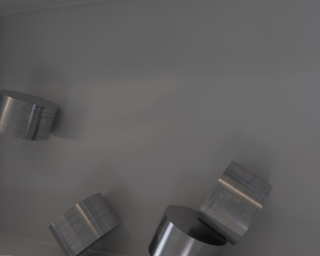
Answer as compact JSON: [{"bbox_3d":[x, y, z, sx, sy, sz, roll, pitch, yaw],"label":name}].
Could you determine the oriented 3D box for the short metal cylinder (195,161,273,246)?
[{"bbox_3d":[0.083,0.084,0.352,0.050,0.080,0.080,34,101,17],"label":"short metal cylinder"}]

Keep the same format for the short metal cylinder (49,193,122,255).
[{"bbox_3d":[-0.099,0.132,0.416,0.080,0.080,0.050,-41,77,15],"label":"short metal cylinder"}]

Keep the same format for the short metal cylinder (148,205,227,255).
[{"bbox_3d":[0.033,0.136,0.370,0.080,0.080,0.050,26,99,18],"label":"short metal cylinder"}]

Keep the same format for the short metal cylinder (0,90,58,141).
[{"bbox_3d":[-0.196,-0.019,0.450,0.080,0.080,0.050,21,97,18],"label":"short metal cylinder"}]
